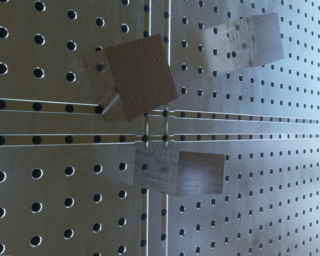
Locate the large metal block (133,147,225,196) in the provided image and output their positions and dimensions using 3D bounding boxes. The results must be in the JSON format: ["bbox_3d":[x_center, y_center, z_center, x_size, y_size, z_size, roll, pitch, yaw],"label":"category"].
[{"bbox_3d":[0.024,0.054,0.396,0.081,0.080,0.050,8,85,-40],"label":"large metal block"}]

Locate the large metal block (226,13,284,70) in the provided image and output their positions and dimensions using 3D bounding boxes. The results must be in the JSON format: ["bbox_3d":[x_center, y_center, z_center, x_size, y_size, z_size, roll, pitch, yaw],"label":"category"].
[{"bbox_3d":[0.166,-0.149,0.535,0.081,0.050,0.079,-21,104,-38],"label":"large metal block"}]

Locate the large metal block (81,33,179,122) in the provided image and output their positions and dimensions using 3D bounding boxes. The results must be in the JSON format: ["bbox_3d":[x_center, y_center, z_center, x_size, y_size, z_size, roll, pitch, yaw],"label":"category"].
[{"bbox_3d":[-0.033,-0.059,0.366,0.081,0.050,0.080,-28,108,-37],"label":"large metal block"}]
